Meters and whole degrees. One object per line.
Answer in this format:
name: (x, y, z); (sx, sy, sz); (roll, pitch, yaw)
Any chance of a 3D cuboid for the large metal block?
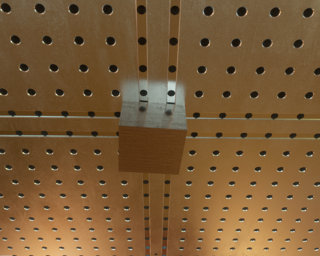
large metal block: (-0.011, 0.014, 0.407); (0.080, 0.050, 0.080); (4, 130, -4)
